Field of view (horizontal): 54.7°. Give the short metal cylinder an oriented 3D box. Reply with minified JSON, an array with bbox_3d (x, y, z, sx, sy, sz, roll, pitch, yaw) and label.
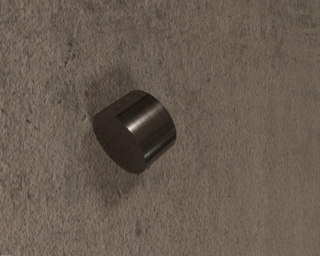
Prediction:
[{"bbox_3d":[-0.029,0.004,0.347,0.050,0.080,0.080,-39,114,-33],"label":"short metal cylinder"}]
